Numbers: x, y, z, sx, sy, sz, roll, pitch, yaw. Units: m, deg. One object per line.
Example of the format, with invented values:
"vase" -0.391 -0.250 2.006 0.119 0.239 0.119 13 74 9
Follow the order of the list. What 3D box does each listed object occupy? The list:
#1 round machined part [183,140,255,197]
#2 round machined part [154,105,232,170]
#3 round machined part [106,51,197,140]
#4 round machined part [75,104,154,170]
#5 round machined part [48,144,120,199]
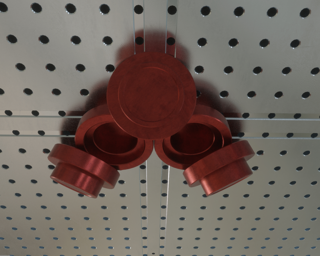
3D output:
"round machined part" 0.084 0.058 0.416 0.099 0.042 0.098 -24 162 -8
"round machined part" 0.042 0.008 0.408 0.099 0.042 0.097 -1 130 0
"round machined part" -0.009 -0.035 0.337 0.099 0.042 0.097 0 92 -1
"round machined part" -0.057 0.007 0.405 0.099 0.042 0.097 -1 130 0
"round machined part" -0.108 0.063 0.422 0.098 0.042 0.098 20 158 9
